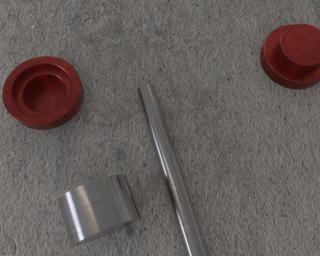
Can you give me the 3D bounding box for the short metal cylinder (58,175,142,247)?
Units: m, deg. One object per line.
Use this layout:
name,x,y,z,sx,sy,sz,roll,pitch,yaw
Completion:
short metal cylinder,-0.066,0.092,0.345,0.080,0.080,0.050,-21,72,-8

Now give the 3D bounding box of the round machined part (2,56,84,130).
round machined part,-0.151,-0.043,0.414,0.099,0.042,0.098,0,70,0

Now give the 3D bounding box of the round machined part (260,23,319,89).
round machined part,0.198,-0.108,0.440,0.099,0.042,0.098,0,70,0

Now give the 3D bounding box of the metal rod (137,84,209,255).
metal rod,0.022,0.081,0.378,0.025,0.025,0.299,-16,71,-6
